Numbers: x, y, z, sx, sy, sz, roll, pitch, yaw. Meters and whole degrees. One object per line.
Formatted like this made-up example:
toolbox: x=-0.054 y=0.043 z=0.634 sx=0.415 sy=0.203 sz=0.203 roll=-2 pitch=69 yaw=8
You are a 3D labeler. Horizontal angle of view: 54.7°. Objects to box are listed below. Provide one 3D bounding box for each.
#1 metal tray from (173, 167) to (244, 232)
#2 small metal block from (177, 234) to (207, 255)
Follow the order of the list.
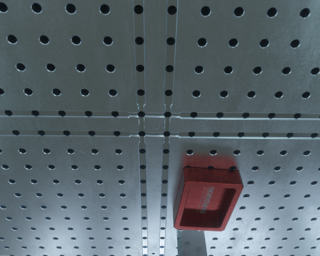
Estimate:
metal tray: x=0.075 y=0.122 z=0.513 sx=0.091 sy=0.030 sz=0.129 roll=4 pitch=130 yaw=-5
small metal block: x=0.063 y=0.240 z=0.600 sx=0.050 sy=0.050 sz=0.025 roll=17 pitch=128 yaw=-15
